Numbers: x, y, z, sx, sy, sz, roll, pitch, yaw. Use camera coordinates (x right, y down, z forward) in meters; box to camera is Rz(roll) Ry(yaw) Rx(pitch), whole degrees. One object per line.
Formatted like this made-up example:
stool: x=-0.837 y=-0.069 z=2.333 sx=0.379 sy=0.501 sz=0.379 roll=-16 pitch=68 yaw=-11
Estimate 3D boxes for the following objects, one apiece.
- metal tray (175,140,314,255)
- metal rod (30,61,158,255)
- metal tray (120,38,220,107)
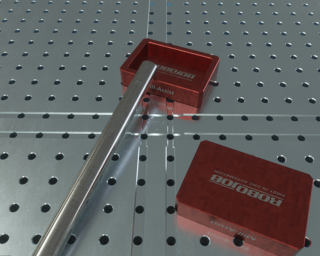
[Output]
metal tray: x=0.093 y=0.073 z=0.343 sx=0.130 sy=0.030 sz=0.090 roll=19 pitch=52 yaw=15
metal rod: x=-0.068 y=0.031 z=0.360 sx=0.025 sy=0.025 sz=0.300 roll=16 pitch=58 yaw=13
metal tray: x=0.016 y=-0.089 z=0.478 sx=0.130 sy=0.030 sz=0.090 roll=18 pitch=52 yaw=14
